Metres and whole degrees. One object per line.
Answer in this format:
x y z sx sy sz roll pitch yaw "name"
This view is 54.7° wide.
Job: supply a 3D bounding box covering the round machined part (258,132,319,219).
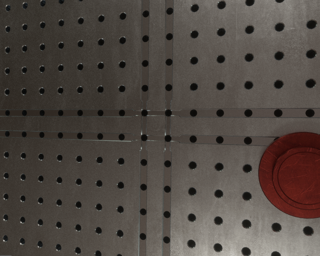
0.162 0.053 0.347 0.098 0.042 0.097 0 90 19 "round machined part"
